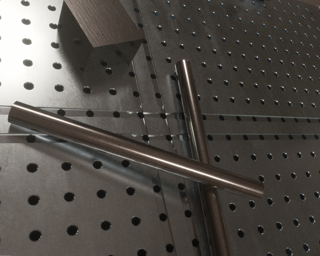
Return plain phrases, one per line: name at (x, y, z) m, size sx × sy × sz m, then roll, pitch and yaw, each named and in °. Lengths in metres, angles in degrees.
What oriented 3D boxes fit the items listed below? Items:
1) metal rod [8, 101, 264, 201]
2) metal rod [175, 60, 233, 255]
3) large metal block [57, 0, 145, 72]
metal rod at (-0.018, 0.031, 0.360) m, size 0.302 × 0.025 × 0.025 m, roll 19°, pitch 54°, yaw -10°
metal rod at (0.055, 0.031, 0.420) m, size 0.025 × 0.025 × 0.299 m, roll 6°, pitch 59°, yaw -25°
large metal block at (-0.083, -0.132, 0.429) m, size 0.081 × 0.050 × 0.080 m, roll -23°, pitch 74°, yaw -36°
